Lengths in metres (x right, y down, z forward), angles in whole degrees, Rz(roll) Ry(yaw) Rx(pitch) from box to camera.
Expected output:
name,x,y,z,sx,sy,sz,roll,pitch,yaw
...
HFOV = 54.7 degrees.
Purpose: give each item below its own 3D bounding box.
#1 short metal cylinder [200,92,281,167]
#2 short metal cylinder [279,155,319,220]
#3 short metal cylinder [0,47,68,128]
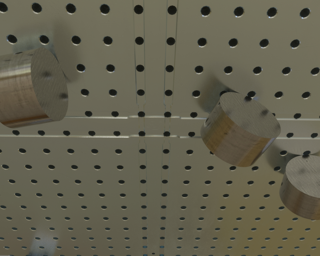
name,x,y,z,sx,sy,sz,roll,pitch,yaw
short metal cylinder,0.097,0.001,0.378,0.081,0.080,0.050,17,128,-14
short metal cylinder,0.221,0.085,0.452,0.080,0.080,0.050,-3,130,2
short metal cylinder,-0.142,-0.043,0.337,0.050,0.080,0.080,-9,130,7
